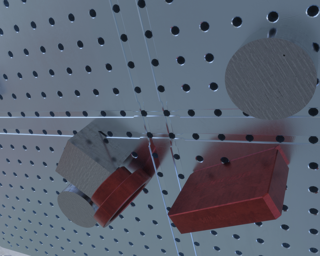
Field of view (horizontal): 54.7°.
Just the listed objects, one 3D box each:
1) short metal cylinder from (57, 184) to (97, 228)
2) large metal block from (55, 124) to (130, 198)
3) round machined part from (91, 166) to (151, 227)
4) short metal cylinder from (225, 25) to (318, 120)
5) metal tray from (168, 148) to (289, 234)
[{"bbox_3d":[-0.130,0.126,0.542,0.080,0.050,0.079,13,124,21],"label":"short metal cylinder"},{"bbox_3d":[-0.107,0.055,0.486,0.080,0.050,0.080,37,129,3],"label":"large metal block"},{"bbox_3d":[-0.062,0.095,0.456,0.042,0.099,0.097,42,130,9],"label":"round machined part"},{"bbox_3d":[0.110,-0.055,0.303,0.080,0.050,0.079,13,124,21],"label":"short metal cylinder"},{"bbox_3d":[0.082,0.077,0.373,0.130,0.090,0.030,-24,106,36],"label":"metal tray"}]
